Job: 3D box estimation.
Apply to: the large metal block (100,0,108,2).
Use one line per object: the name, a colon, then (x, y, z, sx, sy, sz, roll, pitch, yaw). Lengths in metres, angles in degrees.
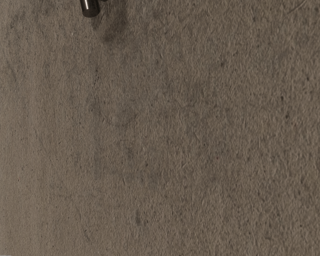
large metal block: (-0.095, -0.240, 0.445, 0.050, 0.081, 0.079, -1, 90, 40)

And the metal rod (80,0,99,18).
metal rod: (-0.145, -0.325, 0.521, 0.025, 0.025, 0.299, -22, 76, 37)
